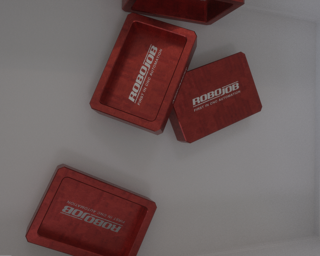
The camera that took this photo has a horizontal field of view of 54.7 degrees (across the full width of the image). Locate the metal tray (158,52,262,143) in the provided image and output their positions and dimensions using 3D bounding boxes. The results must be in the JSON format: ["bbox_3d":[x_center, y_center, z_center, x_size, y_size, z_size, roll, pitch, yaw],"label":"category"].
[{"bbox_3d":[0.072,-0.044,0.434,0.131,0.030,0.090,-23,98,-19],"label":"metal tray"}]

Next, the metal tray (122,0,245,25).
[{"bbox_3d":[0.026,-0.165,0.385,0.131,0.090,0.030,2,90,-20],"label":"metal tray"}]

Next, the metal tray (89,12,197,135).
[{"bbox_3d":[-0.018,-0.067,0.380,0.090,0.030,0.130,20,82,9],"label":"metal tray"}]

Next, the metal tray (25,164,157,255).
[{"bbox_3d":[-0.080,0.109,0.378,0.131,0.030,0.090,26,81,-18],"label":"metal tray"}]
